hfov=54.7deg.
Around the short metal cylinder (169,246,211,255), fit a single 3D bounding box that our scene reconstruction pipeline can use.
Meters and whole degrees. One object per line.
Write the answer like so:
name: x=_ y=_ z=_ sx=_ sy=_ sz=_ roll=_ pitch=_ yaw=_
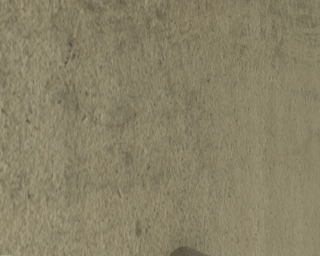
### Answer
short metal cylinder: x=0.046 y=0.213 z=0.430 sx=0.081 sy=0.050 sz=0.079 roll=0 pitch=90 yaw=-40
